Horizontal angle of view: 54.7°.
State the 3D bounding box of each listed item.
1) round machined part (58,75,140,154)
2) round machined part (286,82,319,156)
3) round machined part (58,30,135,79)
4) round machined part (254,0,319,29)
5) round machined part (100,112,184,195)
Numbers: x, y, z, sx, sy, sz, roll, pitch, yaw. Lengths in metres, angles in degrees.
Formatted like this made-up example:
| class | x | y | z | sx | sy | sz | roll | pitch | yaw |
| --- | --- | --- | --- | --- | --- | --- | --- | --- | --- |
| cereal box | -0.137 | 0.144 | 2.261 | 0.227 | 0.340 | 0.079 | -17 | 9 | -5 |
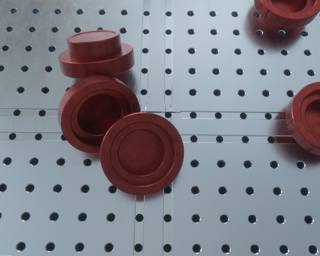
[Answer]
| class | x | y | z | sx | sy | sz | roll | pitch | yaw |
| --- | --- | --- | --- | --- | --- | --- | --- | --- | --- |
| round machined part | -0.078 | -0.020 | 0.390 | 0.098 | 0.098 | 0.042 | -32 | 37 | -11 |
| round machined part | 0.215 | -0.009 | 0.409 | 0.099 | 0.042 | 0.098 | 0 | 70 | -1 |
| round machined part | -0.085 | -0.102 | 0.411 | 0.099 | 0.042 | 0.098 | -3 | 29 | 2 |
| round machined part | 0.193 | -0.192 | 0.475 | 0.099 | 0.042 | 0.098 | 0 | 70 | -1 |
| round machined part | -0.024 | 0.029 | 0.379 | 0.099 | 0.042 | 0.097 | -1 | 94 | -13 |
